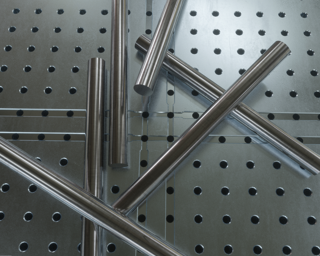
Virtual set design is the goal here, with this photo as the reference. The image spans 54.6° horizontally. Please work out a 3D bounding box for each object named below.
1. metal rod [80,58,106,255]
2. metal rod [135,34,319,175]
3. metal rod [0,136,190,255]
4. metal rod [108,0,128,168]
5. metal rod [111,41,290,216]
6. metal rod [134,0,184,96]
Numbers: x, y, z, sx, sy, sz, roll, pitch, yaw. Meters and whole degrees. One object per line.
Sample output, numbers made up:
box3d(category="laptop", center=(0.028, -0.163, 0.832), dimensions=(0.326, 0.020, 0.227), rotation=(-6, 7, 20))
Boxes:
box3d(category="metal rod", center=(-0.084, 0.046, 0.394), dimensions=(0.025, 0.025, 0.299), rotation=(-2, 70, -1))
box3d(category="metal rod", center=(0.087, -0.039, 0.426), dimensions=(0.300, 0.025, 0.025), rotation=(37, 74, 12))
box3d(category="metal rod", center=(-0.068, 0.096, 0.351), dimensions=(0.301, 0.025, 0.025), rotation=(32, 73, 1))
box3d(category="metal rod", center=(-0.058, -0.093, 0.445), dimensions=(0.025, 0.025, 0.299), rotation=(-2, 70, -1))
box3d(category="metal rod", center=(0.055, -0.001, 0.392), dimensions=(0.300, 0.025, 0.025), rotation=(-44, 76, -7))
box3d(category="metal rod", center=(0.018, -0.176, 0.457), dimensions=(0.025, 0.025, 0.300), rotation=(15, 64, 5))
